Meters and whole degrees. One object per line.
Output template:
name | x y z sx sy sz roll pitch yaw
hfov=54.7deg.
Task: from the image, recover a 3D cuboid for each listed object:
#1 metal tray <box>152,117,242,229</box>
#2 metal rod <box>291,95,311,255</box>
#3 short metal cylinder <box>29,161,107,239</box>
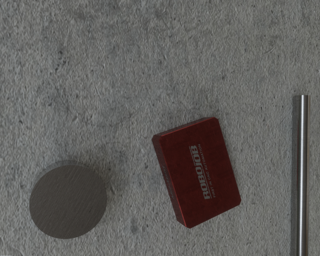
metal tray | 0.052 0.059 0.426 0.091 0.030 0.129 -19 97 -19
metal rod | 0.224 0.098 0.492 0.025 0.025 0.298 1 90 -20
short metal cylinder | -0.106 0.079 0.357 0.081 0.050 0.080 0 90 -20
